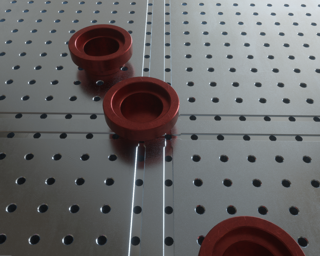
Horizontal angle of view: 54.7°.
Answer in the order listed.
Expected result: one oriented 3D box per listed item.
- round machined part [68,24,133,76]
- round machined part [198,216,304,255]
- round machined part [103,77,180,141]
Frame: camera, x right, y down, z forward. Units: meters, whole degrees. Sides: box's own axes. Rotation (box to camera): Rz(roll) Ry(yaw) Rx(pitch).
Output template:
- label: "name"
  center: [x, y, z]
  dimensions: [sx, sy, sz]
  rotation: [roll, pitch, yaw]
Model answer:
- label: "round machined part"
  center: [-0.093, -0.122, 0.498]
  dimensions: [0.099, 0.042, 0.098]
  rotation: [0, 50, 0]
- label: "round machined part"
  center: [0.082, 0.136, 0.284]
  dimensions: [0.099, 0.042, 0.098]
  rotation: [0, 50, 0]
- label: "round machined part"
  center: [-0.024, -0.021, 0.414]
  dimensions: [0.099, 0.042, 0.098]
  rotation: [0, 50, 0]
